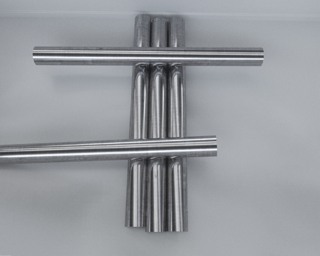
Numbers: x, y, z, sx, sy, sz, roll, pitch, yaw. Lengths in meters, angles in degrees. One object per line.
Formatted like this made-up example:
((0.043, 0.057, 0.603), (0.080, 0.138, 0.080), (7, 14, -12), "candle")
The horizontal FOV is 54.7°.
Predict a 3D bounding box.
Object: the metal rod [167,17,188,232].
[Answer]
((0.023, -0.019, 0.415), (0.025, 0.025, 0.299), (1, 70, 0), "metal rod")

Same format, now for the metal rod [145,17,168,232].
((-0.003, -0.018, 0.415), (0.025, 0.025, 0.299), (1, 70, 0), "metal rod")

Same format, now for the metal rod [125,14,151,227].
((-0.027, -0.023, 0.417), (0.025, 0.025, 0.299), (1, 70, 0), "metal rod")

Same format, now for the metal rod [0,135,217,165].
((-0.084, 0.028, 0.378), (0.302, 0.025, 0.025), (-3, 70, 6), "metal rod")

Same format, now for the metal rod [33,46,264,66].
((-0.015, -0.096, 0.417), (0.302, 0.025, 0.025), (0, 70, 0), "metal rod")
